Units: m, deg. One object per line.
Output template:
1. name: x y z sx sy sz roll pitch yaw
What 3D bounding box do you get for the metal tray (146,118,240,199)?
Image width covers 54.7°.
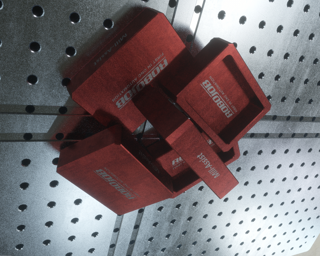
1. metal tray: 0.052 0.038 0.460 0.131 0.030 0.090 -30 129 -10

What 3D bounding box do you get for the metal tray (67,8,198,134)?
1. metal tray: -0.028 -0.059 0.356 0.130 0.030 0.090 -43 130 1

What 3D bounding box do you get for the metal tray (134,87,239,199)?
1. metal tray: 0.032 0.019 0.360 0.030 0.090 0.130 -42 130 0

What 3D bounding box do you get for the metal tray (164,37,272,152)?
1. metal tray: 0.077 -0.036 0.390 0.090 0.030 0.130 -45 130 3

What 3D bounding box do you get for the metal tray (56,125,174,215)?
1. metal tray: -0.052 0.059 0.393 0.090 0.030 0.130 -24 132 18
